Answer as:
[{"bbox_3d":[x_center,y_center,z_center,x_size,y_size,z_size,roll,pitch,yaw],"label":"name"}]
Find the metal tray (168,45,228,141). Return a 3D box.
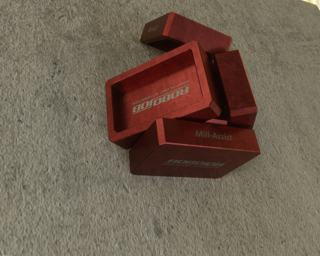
[{"bbox_3d":[0.039,-0.041,0.410,0.030,0.090,0.130,7,59,-25],"label":"metal tray"}]

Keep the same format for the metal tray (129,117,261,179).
[{"bbox_3d":[0.039,0.029,0.368,0.131,0.090,0.030,7,59,-25],"label":"metal tray"}]

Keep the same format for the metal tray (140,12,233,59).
[{"bbox_3d":[0.031,-0.125,0.441,0.091,0.130,0.030,16,96,-20],"label":"metal tray"}]

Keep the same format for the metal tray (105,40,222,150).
[{"bbox_3d":[-0.002,-0.037,0.366,0.030,0.130,0.090,37,38,-54],"label":"metal tray"}]

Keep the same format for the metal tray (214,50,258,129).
[{"bbox_3d":[0.094,-0.028,0.411,0.030,0.130,0.090,-10,63,4],"label":"metal tray"}]
